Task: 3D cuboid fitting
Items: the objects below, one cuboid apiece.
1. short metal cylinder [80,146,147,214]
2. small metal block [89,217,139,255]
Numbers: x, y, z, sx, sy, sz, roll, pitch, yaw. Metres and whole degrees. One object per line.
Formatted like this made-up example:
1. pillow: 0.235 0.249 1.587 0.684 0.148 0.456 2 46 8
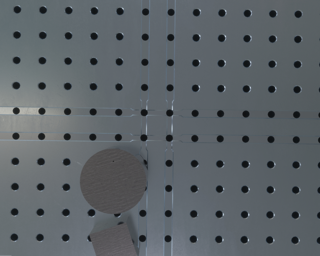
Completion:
1. short metal cylinder: -0.057 0.064 0.400 0.081 0.050 0.079 0 90 0
2. small metal block: -0.060 0.153 0.413 0.050 0.025 0.050 -18 90 0
